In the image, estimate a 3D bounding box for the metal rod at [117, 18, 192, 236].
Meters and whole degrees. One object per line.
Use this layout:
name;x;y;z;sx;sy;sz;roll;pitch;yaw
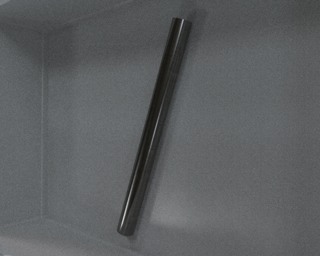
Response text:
metal rod;-0.011;0.008;0.414;0.025;0.025;0.298;25;106;37
